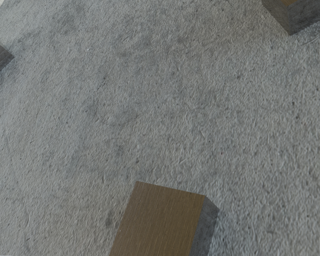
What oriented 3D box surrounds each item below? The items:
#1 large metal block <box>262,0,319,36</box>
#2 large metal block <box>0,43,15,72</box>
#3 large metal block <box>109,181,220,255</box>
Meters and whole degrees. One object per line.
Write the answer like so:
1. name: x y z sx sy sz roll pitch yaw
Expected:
1. large metal block: 0.184 -0.180 0.401 0.080 0.050 0.080 -27 52 11
2. large metal block: -0.383 -0.160 0.688 0.080 0.050 0.080 -47 51 -5
3. large metal block: 0.007 0.107 0.319 0.080 0.050 0.080 6 65 31
